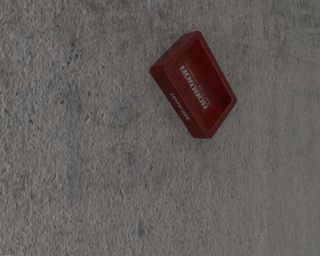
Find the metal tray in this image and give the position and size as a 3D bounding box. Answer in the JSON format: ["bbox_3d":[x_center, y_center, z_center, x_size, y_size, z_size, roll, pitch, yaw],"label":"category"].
[{"bbox_3d":[0.053,-0.059,0.444,0.090,0.030,0.130,-51,120,-28],"label":"metal tray"}]
